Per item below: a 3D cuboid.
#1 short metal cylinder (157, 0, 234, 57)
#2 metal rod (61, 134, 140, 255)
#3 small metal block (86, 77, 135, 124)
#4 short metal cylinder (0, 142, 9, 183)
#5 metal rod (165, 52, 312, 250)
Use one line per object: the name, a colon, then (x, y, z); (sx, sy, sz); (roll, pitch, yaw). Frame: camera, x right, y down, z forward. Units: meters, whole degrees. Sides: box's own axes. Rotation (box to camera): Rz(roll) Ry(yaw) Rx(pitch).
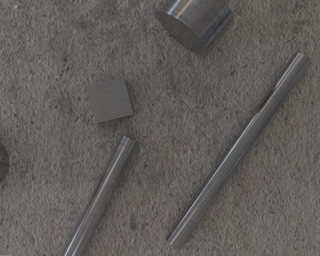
short metal cylinder: (0.043, -0.134, 0.383); (0.080, 0.080, 0.050); (38, 90, 0)
metal rod: (-0.105, 0.147, 0.409); (0.025, 0.025, 0.299); (27, 90, 0)
small metal block: (-0.065, -0.036, 0.409); (0.050, 0.025, 0.050); (-14, 90, 0)
short metal cylinder: (-0.245, 0.047, 0.395); (0.081, 0.050, 0.079); (0, 90, 0)
metal rod: (0.103, 0.030, 0.410); (0.025, 0.025, 0.299); (35, 90, 0)
